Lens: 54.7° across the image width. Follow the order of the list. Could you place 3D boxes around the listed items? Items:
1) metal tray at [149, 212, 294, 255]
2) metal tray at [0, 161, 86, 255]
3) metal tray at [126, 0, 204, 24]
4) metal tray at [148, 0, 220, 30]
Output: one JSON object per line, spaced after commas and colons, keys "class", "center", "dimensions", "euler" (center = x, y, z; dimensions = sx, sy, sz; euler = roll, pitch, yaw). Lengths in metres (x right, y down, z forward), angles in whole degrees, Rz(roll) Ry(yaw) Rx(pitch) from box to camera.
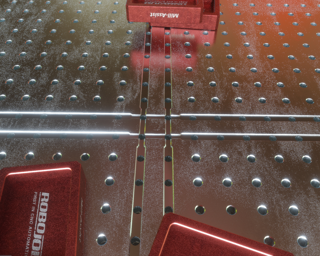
{"class": "metal tray", "center": [0.052, 0.142, 0.285], "dimensions": [0.131, 0.030, 0.090], "euler": [16, 52, 12]}
{"class": "metal tray", "center": [-0.127, 0.099, 0.319], "dimensions": [0.091, 0.030, 0.130], "euler": [-5, 50, -5]}
{"class": "metal tray", "center": [0.010, -0.226, 0.554], "dimensions": [0.131, 0.030, 0.090], "euler": [2, 50, 1]}
{"class": "metal tray", "center": [0.048, -0.231, 0.598], "dimensions": [0.131, 0.030, 0.090], "euler": [5, 50, 3]}
